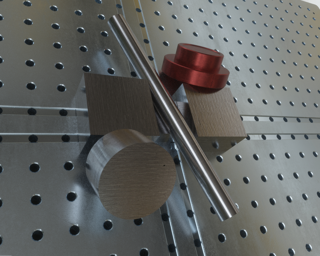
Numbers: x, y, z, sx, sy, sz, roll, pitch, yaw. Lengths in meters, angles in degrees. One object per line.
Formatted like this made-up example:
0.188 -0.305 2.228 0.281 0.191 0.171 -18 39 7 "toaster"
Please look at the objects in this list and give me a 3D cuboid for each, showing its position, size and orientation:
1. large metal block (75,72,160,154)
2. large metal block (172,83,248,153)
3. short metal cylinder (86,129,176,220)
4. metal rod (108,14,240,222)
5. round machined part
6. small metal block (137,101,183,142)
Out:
-0.054 -0.015 0.373 0.081 0.050 0.080 2 61 -27 "large metal block"
0.064 -0.013 0.435 0.081 0.050 0.080 1 61 -28 "large metal block"
-0.031 0.046 0.320 0.081 0.050 0.079 -8 108 -25 "short metal cylinder"
0.009 -0.024 0.394 0.025 0.025 0.299 -19 72 -35 "metal rod"
0.055 -0.095 0.453 0.099 0.042 0.098 12 23 -5 "round machined part"
0.000 -0.009 0.414 0.050 0.025 0.050 1 61 -28 "small metal block"
